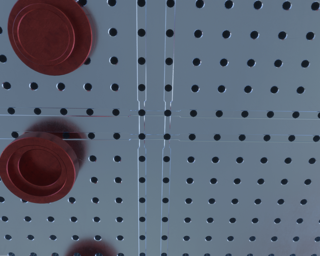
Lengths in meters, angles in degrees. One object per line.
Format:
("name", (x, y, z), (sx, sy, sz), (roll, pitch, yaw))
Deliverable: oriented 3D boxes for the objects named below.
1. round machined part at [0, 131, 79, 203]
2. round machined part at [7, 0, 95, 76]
("round machined part", (-0.159, 0.050, 0.420), (0.099, 0.042, 0.097), (0, 110, -1))
("round machined part", (-0.129, -0.109, 0.362), (0.099, 0.042, 0.097), (0, 110, -1))
